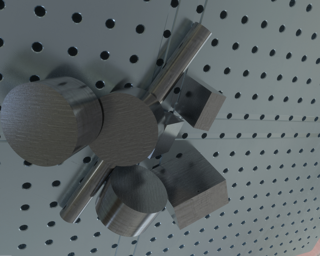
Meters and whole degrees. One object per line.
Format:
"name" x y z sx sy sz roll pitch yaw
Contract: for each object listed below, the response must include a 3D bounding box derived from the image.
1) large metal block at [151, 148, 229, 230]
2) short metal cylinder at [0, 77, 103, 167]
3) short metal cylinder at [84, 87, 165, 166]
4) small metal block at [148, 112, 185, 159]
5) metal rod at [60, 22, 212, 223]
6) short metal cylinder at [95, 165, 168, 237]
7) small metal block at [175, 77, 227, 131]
"large metal block" 0.041 0.086 0.451 0.080 0.080 0.050 -25 128 -13
"short metal cylinder" -0.105 -0.008 0.306 0.080 0.050 0.079 4 106 14
"short metal cylinder" -0.037 -0.003 0.347 0.080 0.050 0.079 2 104 9
"small metal block" 0.000 0.008 0.401 0.050 0.025 0.050 -13 133 -60
"metal rod" -0.036 0.001 0.391 0.025 0.025 0.299 29 102 -38
"short metal cylinder" -0.037 0.093 0.407 0.081 0.080 0.050 11 126 -33
"small metal block" 0.052 -0.031 0.404 0.025 0.050 0.050 13 112 -34
